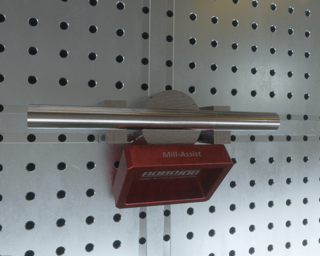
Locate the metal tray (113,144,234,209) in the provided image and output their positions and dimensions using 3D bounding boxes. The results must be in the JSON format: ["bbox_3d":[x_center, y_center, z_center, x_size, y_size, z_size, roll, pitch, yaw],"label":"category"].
[{"bbox_3d":[0.014,0.060,0.386,0.131,0.089,0.030,0,47,-20],"label":"metal tray"}]

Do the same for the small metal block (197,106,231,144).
[{"bbox_3d":[0.072,-0.004,0.426,0.025,0.050,0.050,-1,91,-20],"label":"small metal block"}]

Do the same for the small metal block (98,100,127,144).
[{"bbox_3d":[-0.059,-0.007,0.378,0.025,0.050,0.050,-1,91,-20],"label":"small metal block"}]

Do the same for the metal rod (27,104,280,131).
[{"bbox_3d":[0.010,-0.010,0.363,0.302,0.025,0.025,1,90,-20],"label":"metal rod"}]

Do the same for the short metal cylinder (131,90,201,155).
[{"bbox_3d":[0.007,-0.007,0.401,0.081,0.050,0.080,0,90,-20],"label":"short metal cylinder"}]
